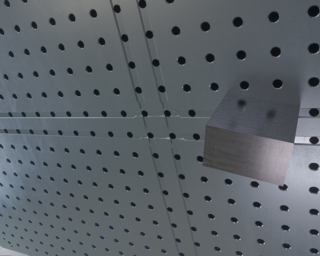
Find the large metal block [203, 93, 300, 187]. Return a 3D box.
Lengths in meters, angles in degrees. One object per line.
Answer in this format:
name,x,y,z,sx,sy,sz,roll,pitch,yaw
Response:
large metal block,0.098,0.007,0.329,0.080,0.080,0.050,13,124,21
